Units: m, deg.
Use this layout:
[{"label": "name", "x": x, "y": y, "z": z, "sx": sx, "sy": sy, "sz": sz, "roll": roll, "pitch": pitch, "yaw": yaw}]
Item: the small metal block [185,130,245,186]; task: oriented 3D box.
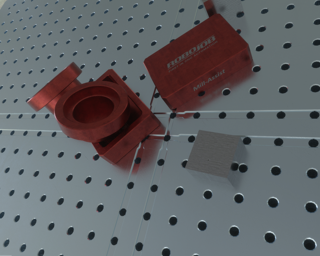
[{"label": "small metal block", "x": 0.063, "y": 0.033, "z": 0.355, "sx": 0.050, "sy": 0.025, "sz": 0.050, "roll": 10, "pitch": 66, "yaw": 32}]

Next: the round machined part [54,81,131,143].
[{"label": "round machined part", "x": -0.089, "y": -0.018, "z": 0.425, "sx": 0.099, "sy": 0.042, "sz": 0.098, "roll": -3, "pitch": 46, "yaw": 4}]

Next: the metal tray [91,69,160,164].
[{"label": "metal tray", "x": -0.071, "y": -0.021, "z": 0.455, "sx": 0.090, "sy": 0.030, "sz": 0.130, "roll": -41, "pitch": 51, "yaw": 0}]

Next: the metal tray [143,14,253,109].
[{"label": "metal tray", "x": 0.050, "y": -0.095, "z": 0.438, "sx": 0.130, "sy": 0.030, "sz": 0.090, "roll": -31, "pitch": 52, "yaw": 8}]

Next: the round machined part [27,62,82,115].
[{"label": "round machined part", "x": -0.162, "y": -0.059, "z": 0.501, "sx": 0.098, "sy": 0.042, "sz": 0.098, "roll": -35, "pitch": 20, "yaw": 16}]

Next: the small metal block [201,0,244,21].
[{"label": "small metal block", "x": 0.091, "y": -0.185, "z": 0.458, "sx": 0.050, "sy": 0.050, "sz": 0.025, "roll": -26, "pitch": 53, "yaw": 12}]
